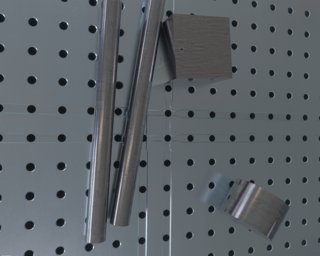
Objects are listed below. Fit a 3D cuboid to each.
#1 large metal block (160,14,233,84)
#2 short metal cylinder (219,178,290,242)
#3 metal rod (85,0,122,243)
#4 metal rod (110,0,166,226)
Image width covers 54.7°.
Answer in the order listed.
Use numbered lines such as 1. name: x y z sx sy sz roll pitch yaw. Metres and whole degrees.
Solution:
1. large metal block: 0.047 -0.103 0.417 0.081 0.050 0.079 -4 92 -20
2. short metal cylinder: 0.130 0.113 0.432 0.080 0.080 0.050 36 79 -17
3. metal rod: -0.070 -0.010 0.386 0.025 0.025 0.298 4 89 -20
4. metal rod: -0.028 -0.026 0.402 0.025 0.025 0.298 10 87 -20
